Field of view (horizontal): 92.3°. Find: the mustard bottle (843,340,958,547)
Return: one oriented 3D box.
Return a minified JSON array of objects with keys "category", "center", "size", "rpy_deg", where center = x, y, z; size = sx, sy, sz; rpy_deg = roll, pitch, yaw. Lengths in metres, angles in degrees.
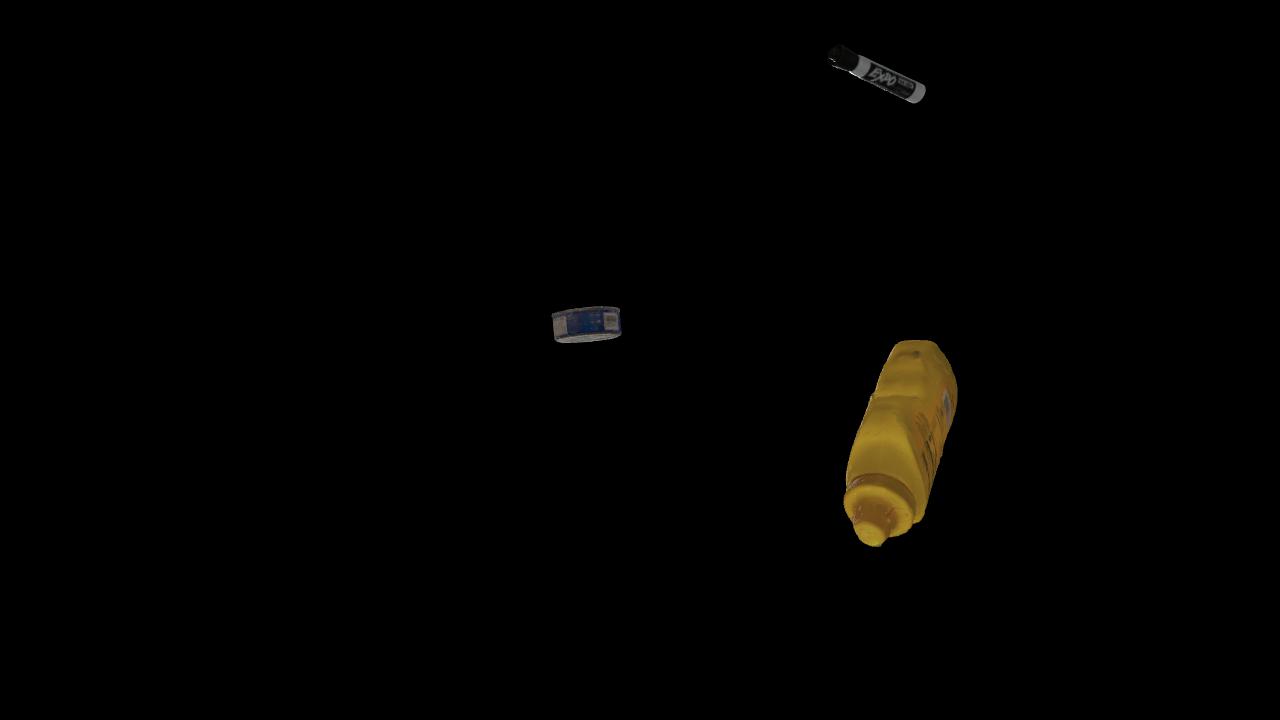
[{"category":"mustard bottle","center":[0.183,0.063,0.434],"size":[0.054,0.092,0.184],"rpy_deg":[5,31,32]}]

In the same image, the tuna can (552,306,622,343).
[{"category":"tuna can","center":[-0.064,-0.042,0.751],"size":[0.084,0.034,0.084],"rpy_deg":[-6,-3,0]}]

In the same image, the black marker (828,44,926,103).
[{"category":"black marker","center":[0.224,-0.271,0.582],"size":[0.121,0.020,0.020],"rpy_deg":[6,-3,-29]}]
